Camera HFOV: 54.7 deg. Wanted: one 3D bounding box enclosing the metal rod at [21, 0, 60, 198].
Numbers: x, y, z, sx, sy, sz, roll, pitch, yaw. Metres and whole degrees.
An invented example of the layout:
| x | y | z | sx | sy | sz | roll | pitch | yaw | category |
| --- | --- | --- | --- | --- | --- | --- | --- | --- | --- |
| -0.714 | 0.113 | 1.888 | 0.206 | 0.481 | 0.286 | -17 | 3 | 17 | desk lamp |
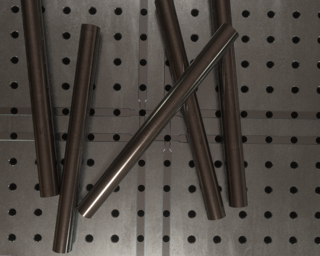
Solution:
| x | y | z | sx | sy | sz | roll | pitch | yaw | category |
| --- | --- | --- | --- | --- | --- | --- | --- | --- | --- |
| -0.160 | -0.059 | 0.411 | 0.025 | 0.025 | 0.298 | -6 | 90 | -1 | metal rod |

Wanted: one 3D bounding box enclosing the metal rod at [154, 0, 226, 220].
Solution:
| x | y | z | sx | sy | sz | roll | pitch | yaw | category |
| --- | --- | --- | --- | --- | --- | --- | --- | --- | --- |
| 0.040 | -0.026 | 0.413 | 0.025 | 0.025 | 0.298 | -14 | 90 | 0 | metal rod |

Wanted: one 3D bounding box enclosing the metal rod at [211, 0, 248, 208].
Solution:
| x | y | z | sx | sy | sz | roll | pitch | yaw | category |
| --- | --- | --- | --- | --- | --- | --- | --- | --- | --- |
| 0.092 | -0.045 | 0.414 | 0.025 | 0.025 | 0.298 | -5 | 90 | -1 | metal rod |

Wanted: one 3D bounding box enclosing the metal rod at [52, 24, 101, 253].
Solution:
| x | y | z | sx | sy | sz | roll | pitch | yaw | category |
| --- | --- | --- | --- | --- | --- | --- | --- | --- | --- |
| -0.111 | 0.014 | 0.411 | 0.025 | 0.025 | 0.298 | 7 | 90 | -1 | metal rod |

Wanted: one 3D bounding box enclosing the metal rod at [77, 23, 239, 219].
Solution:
| x | y | z | sx | sy | sz | roll | pitch | yaw | category |
| --- | --- | --- | --- | --- | --- | --- | --- | --- | --- |
| -0.007 | -0.004 | 0.395 | 0.025 | 0.025 | 0.299 | 39 | 97 | -1 | metal rod |
